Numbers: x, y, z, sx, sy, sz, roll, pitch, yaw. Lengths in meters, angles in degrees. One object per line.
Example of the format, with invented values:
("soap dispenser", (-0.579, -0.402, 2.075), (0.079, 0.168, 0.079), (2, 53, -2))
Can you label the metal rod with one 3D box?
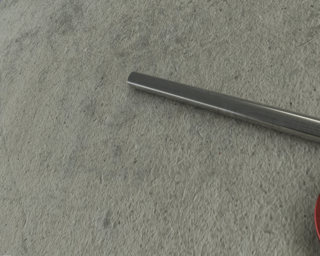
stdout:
("metal rod", (0.075, -0.030, 0.381), (0.300, 0.025, 0.025), (20, 73, 35))

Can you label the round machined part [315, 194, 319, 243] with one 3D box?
("round machined part", (0.180, 0.081, 0.249), (0.098, 0.042, 0.098), (-13, 56, 20))
